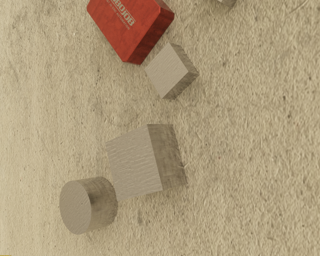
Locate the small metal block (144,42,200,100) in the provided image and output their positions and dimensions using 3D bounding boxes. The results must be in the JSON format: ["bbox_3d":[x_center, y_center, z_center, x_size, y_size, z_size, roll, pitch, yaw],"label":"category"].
[{"bbox_3d":[0.014,-0.071,0.393,0.050,0.025,0.050,-43,64,31],"label":"small metal block"}]

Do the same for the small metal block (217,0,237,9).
[{"bbox_3d":[0.071,-0.171,0.347,0.050,0.025,0.050,45,117,30],"label":"small metal block"}]

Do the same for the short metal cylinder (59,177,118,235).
[{"bbox_3d":[-0.111,0.118,0.481,0.080,0.050,0.079,0,90,40],"label":"short metal cylinder"}]

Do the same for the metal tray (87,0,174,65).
[{"bbox_3d":[-0.047,-0.165,0.441,0.090,0.030,0.130,-49,61,29],"label":"metal tray"}]

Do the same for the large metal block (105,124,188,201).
[{"bbox_3d":[-0.019,0.045,0.405,0.080,0.050,0.080,-23,76,37],"label":"large metal block"}]
